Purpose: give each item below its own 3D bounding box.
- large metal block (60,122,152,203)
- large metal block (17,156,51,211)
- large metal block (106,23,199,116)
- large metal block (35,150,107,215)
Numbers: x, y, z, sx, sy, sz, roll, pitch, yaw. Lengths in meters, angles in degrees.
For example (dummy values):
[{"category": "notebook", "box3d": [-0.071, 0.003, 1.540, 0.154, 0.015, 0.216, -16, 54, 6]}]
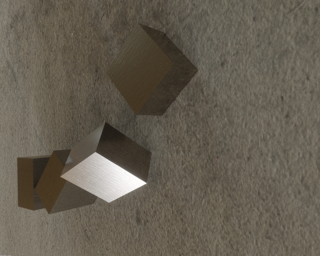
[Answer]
[{"category": "large metal block", "box3d": [-0.071, 0.049, 0.416, 0.080, 0.080, 0.050, -33, 33, 35]}, {"category": "large metal block", "box3d": [-0.188, 0.087, 0.521, 0.050, 0.081, 0.079, -2, 89, 40]}, {"category": "large metal block", "box3d": [-0.012, -0.072, 0.397, 0.080, 0.050, 0.080, -51, 61, 27]}, {"category": "large metal block", "box3d": [-0.130, 0.078, 0.473, 0.050, 0.081, 0.080, 47, 118, 29]}]
